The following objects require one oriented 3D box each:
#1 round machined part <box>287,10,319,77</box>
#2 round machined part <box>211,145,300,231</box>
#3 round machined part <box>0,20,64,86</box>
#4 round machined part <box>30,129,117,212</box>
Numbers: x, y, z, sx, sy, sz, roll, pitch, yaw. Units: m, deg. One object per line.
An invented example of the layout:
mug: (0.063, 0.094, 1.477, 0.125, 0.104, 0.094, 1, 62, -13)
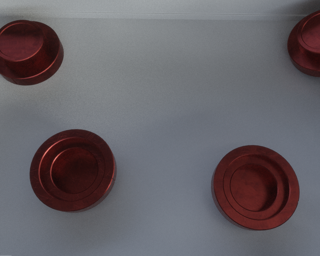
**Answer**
round machined part: (0.227, -0.123, 0.425, 0.098, 0.042, 0.098, -11, 67, 27)
round machined part: (0.111, 0.073, 0.374, 0.099, 0.042, 0.098, 0, 70, 0)
round machined part: (-0.193, -0.113, 0.441, 0.099, 0.042, 0.098, 0, 70, 0)
round machined part: (-0.102, 0.054, 0.380, 0.099, 0.042, 0.098, 0, 70, 0)
